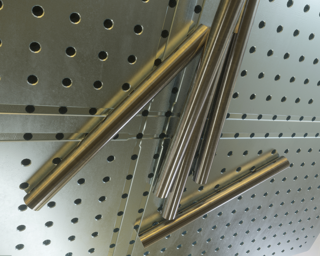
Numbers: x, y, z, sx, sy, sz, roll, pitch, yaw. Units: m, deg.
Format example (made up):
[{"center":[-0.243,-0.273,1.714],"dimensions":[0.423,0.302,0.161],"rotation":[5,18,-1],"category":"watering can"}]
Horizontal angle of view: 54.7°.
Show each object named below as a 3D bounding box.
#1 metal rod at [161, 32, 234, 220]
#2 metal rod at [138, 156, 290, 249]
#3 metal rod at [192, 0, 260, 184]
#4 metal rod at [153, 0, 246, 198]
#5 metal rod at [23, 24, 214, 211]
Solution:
[{"center":[0.046,0.011,0.445],"dimensions":[0.025,0.025,0.298],"rotation":[-1,119,-29],"category":"metal rod"},{"center":[0.102,0.126,0.547],"dimensions":[0.302,0.025,0.025],"rotation":[-25,128,-13],"category":"metal rod"},{"center":[0.089,-0.047,0.432],"dimensions":[0.025,0.025,0.298],"rotation":[-4,121,-27],"category":"metal rod"},{"center":[0.041,-0.023,0.400],"dimensions":[0.025,0.025,0.298],"rotation":[-1,125,-29],"category":"metal rod"},{"center":[-0.051,-0.011,0.377],"dimensions":[0.300,0.025,0.025],"rotation":[-44,130,2],"category":"metal rod"}]
